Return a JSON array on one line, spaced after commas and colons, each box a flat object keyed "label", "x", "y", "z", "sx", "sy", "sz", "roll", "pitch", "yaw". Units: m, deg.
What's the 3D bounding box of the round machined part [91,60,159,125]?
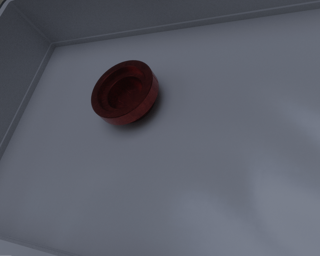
[{"label": "round machined part", "x": -0.046, "y": -0.046, "z": 0.446, "sx": 0.098, "sy": 0.042, "sz": 0.098, "roll": -13, "pitch": 56, "yaw": 20}]
